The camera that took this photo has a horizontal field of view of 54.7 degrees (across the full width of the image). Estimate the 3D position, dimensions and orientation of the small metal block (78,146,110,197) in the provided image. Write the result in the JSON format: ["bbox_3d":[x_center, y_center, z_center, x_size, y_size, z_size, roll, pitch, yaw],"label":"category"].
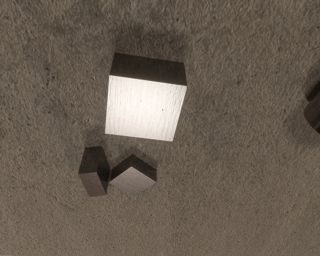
[{"bbox_3d":[-0.092,0.062,0.442,0.025,0.050,0.050,-7,130,5],"label":"small metal block"}]

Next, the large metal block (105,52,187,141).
[{"bbox_3d":[-0.018,-0.035,0.361,0.081,0.050,0.079,7,130,-7],"label":"large metal block"}]

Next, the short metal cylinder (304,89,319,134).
[{"bbox_3d":[0.218,-0.019,0.358,0.081,0.080,0.050,14,129,-12],"label":"short metal cylinder"}]

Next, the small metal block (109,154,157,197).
[{"bbox_3d":[-0.041,0.073,0.469,0.050,0.025,0.050,-37,122,27],"label":"small metal block"}]
